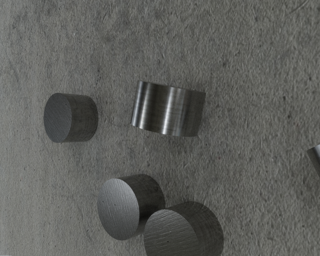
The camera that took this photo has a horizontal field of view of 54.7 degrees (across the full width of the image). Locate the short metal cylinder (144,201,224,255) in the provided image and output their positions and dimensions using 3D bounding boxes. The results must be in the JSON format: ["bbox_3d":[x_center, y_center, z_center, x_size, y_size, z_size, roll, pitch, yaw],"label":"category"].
[{"bbox_3d":[0.027,0.132,0.366,0.080,0.050,0.080,0,90,40],"label":"short metal cylinder"}]

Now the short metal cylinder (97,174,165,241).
[{"bbox_3d":[-0.040,0.105,0.422,0.080,0.050,0.080,0,90,40],"label":"short metal cylinder"}]

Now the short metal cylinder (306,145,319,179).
[{"bbox_3d":[0.163,0.025,0.235,0.080,0.081,0.050,-31,71,35],"label":"short metal cylinder"}]

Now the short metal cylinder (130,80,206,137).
[{"bbox_3d":[0.009,-0.024,0.362,0.080,0.081,0.050,18,101,38],"label":"short metal cylinder"}]

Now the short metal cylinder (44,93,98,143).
[{"bbox_3d":[-0.147,-0.016,0.511,0.080,0.050,0.080,0,90,40],"label":"short metal cylinder"}]
